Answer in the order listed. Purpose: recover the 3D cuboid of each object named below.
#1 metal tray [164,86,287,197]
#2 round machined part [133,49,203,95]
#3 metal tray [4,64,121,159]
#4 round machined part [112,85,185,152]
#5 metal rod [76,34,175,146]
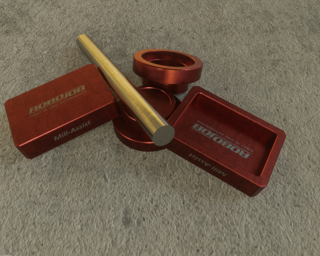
[{"bbox_3d":[0.076,0.012,0.378,0.130,0.030,0.090,30,55,10],"label":"metal tray"},{"bbox_3d":[0.010,-0.080,0.447,0.099,0.042,0.098,6,28,-3],"label":"round machined part"},{"bbox_3d":[-0.129,-0.026,0.408,0.131,0.030,0.090,-27,52,-11],"label":"metal tray"},{"bbox_3d":[-0.014,-0.020,0.411,0.099,0.042,0.098,0,50,0],"label":"round machined part"},{"bbox_3d":[-0.063,-0.070,0.420,0.025,0.025,0.300,-22,40,-17],"label":"metal rod"}]
